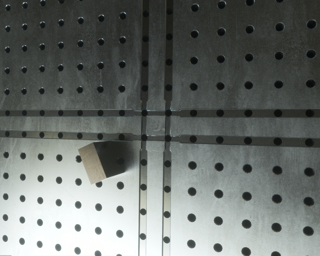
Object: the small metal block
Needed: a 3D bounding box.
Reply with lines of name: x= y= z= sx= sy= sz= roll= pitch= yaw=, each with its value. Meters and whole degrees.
small metal block: x=-0.080 y=0.046 z=0.426 sx=0.025 sy=0.050 sz=0.050 roll=-25 pitch=82 yaw=18
